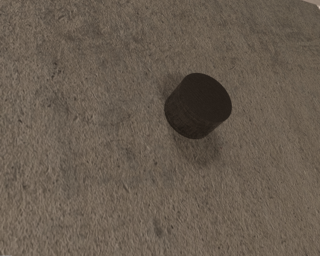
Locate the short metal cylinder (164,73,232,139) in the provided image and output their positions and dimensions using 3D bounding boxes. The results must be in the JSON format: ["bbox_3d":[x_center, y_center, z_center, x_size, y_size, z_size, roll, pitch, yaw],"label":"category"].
[{"bbox_3d":[0.053,-0.031,0.437,0.081,0.050,0.080,14,56,-21],"label":"short metal cylinder"}]
